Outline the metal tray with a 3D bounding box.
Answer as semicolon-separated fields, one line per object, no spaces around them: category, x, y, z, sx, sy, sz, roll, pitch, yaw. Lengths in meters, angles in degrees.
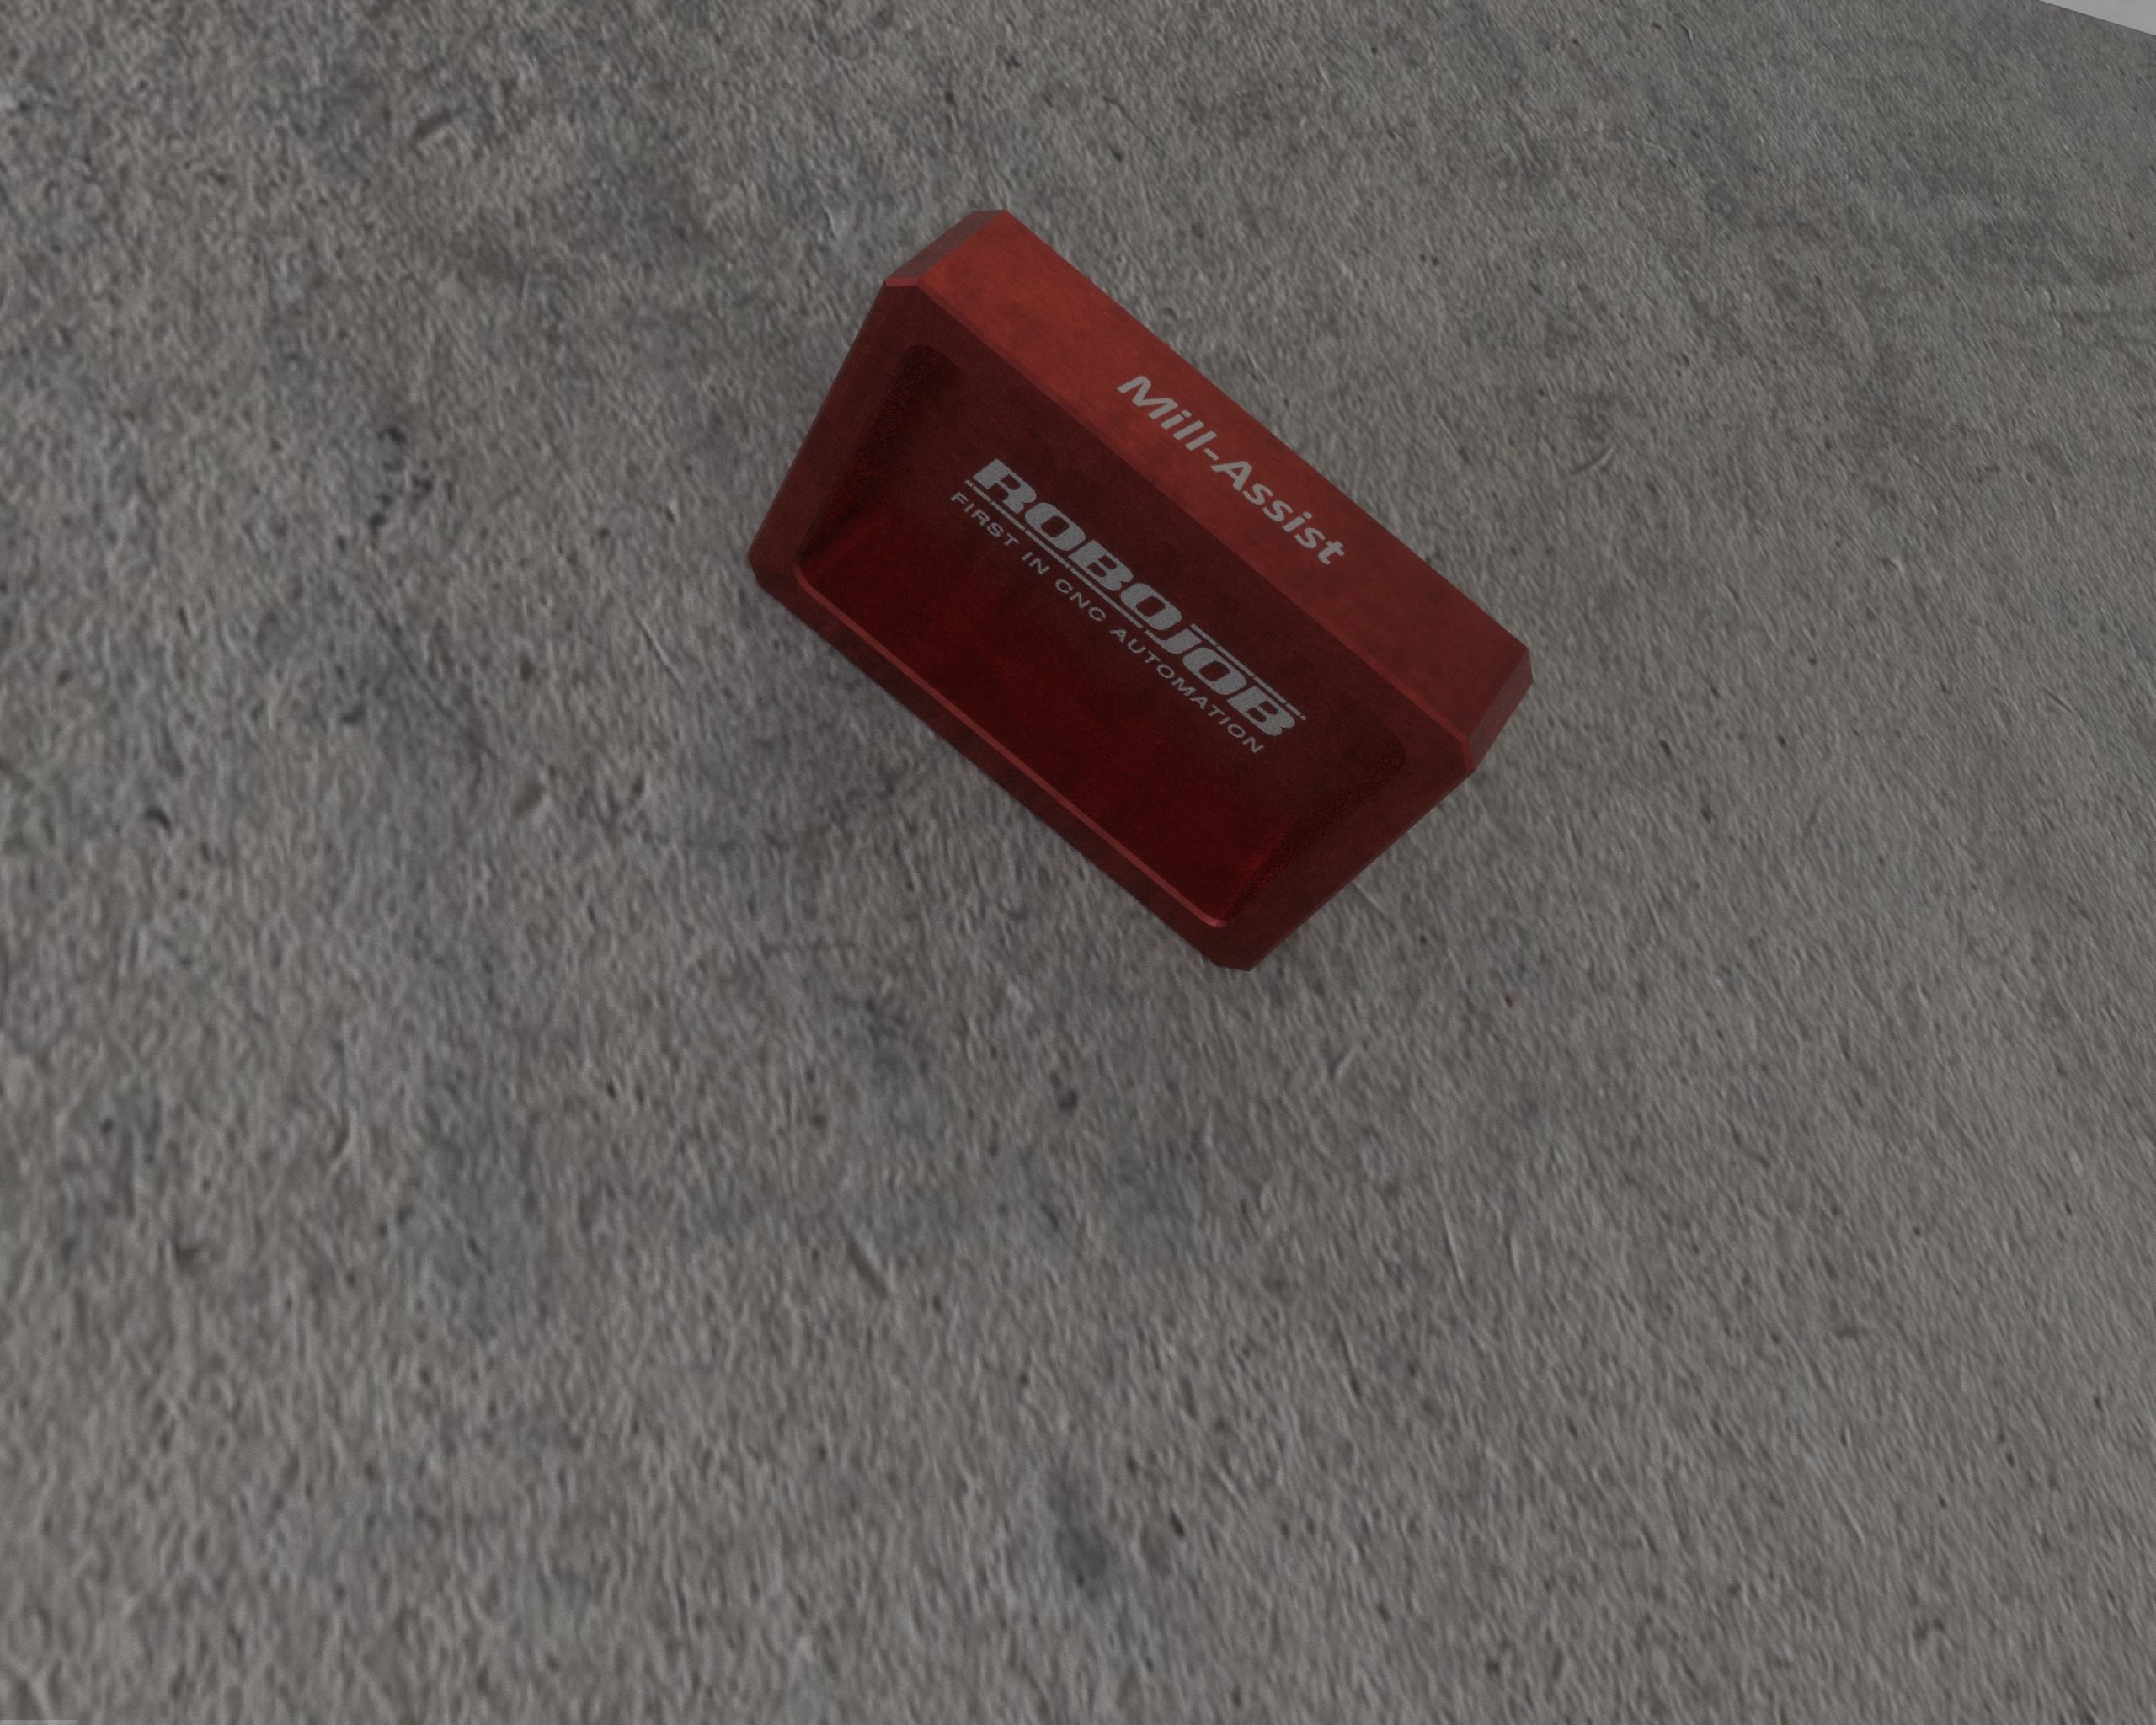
metal tray;0.008;-0.047;0.394;0.130;0.090;0.030;40;51;-1
